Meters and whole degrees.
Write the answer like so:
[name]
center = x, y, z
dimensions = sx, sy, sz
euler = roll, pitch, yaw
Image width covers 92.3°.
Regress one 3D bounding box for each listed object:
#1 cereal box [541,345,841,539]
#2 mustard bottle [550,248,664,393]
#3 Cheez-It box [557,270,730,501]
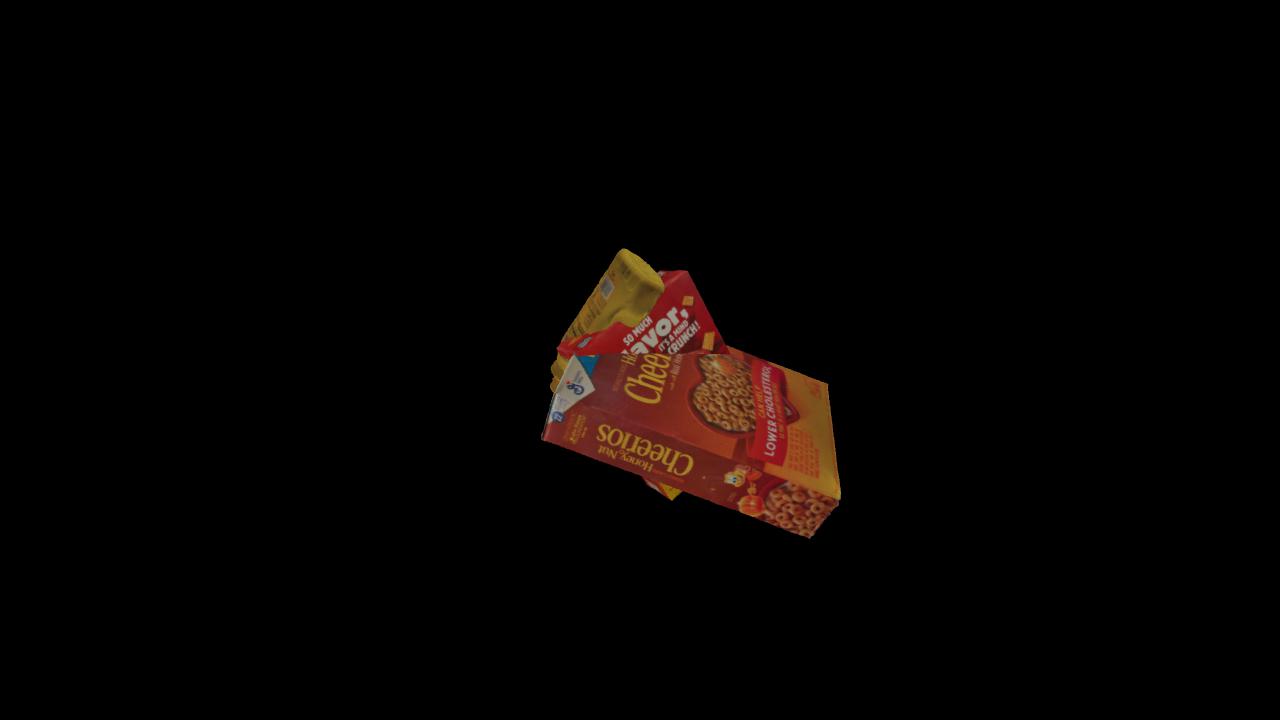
[cereal box]
center = 0.064, 0.054, 0.695
dimensions = 0.306, 0.081, 0.203
euler = 22, 35, -1
[mustard bottle]
center = -0.048, -0.033, 0.702
dimensions = 0.054, 0.184, 0.092
euler = 23, 22, -37
[Cheez-It box]
center = 0.030, 0.029, 0.735
dimensions = 0.166, 0.223, 0.071
euler = -39, 24, -19
